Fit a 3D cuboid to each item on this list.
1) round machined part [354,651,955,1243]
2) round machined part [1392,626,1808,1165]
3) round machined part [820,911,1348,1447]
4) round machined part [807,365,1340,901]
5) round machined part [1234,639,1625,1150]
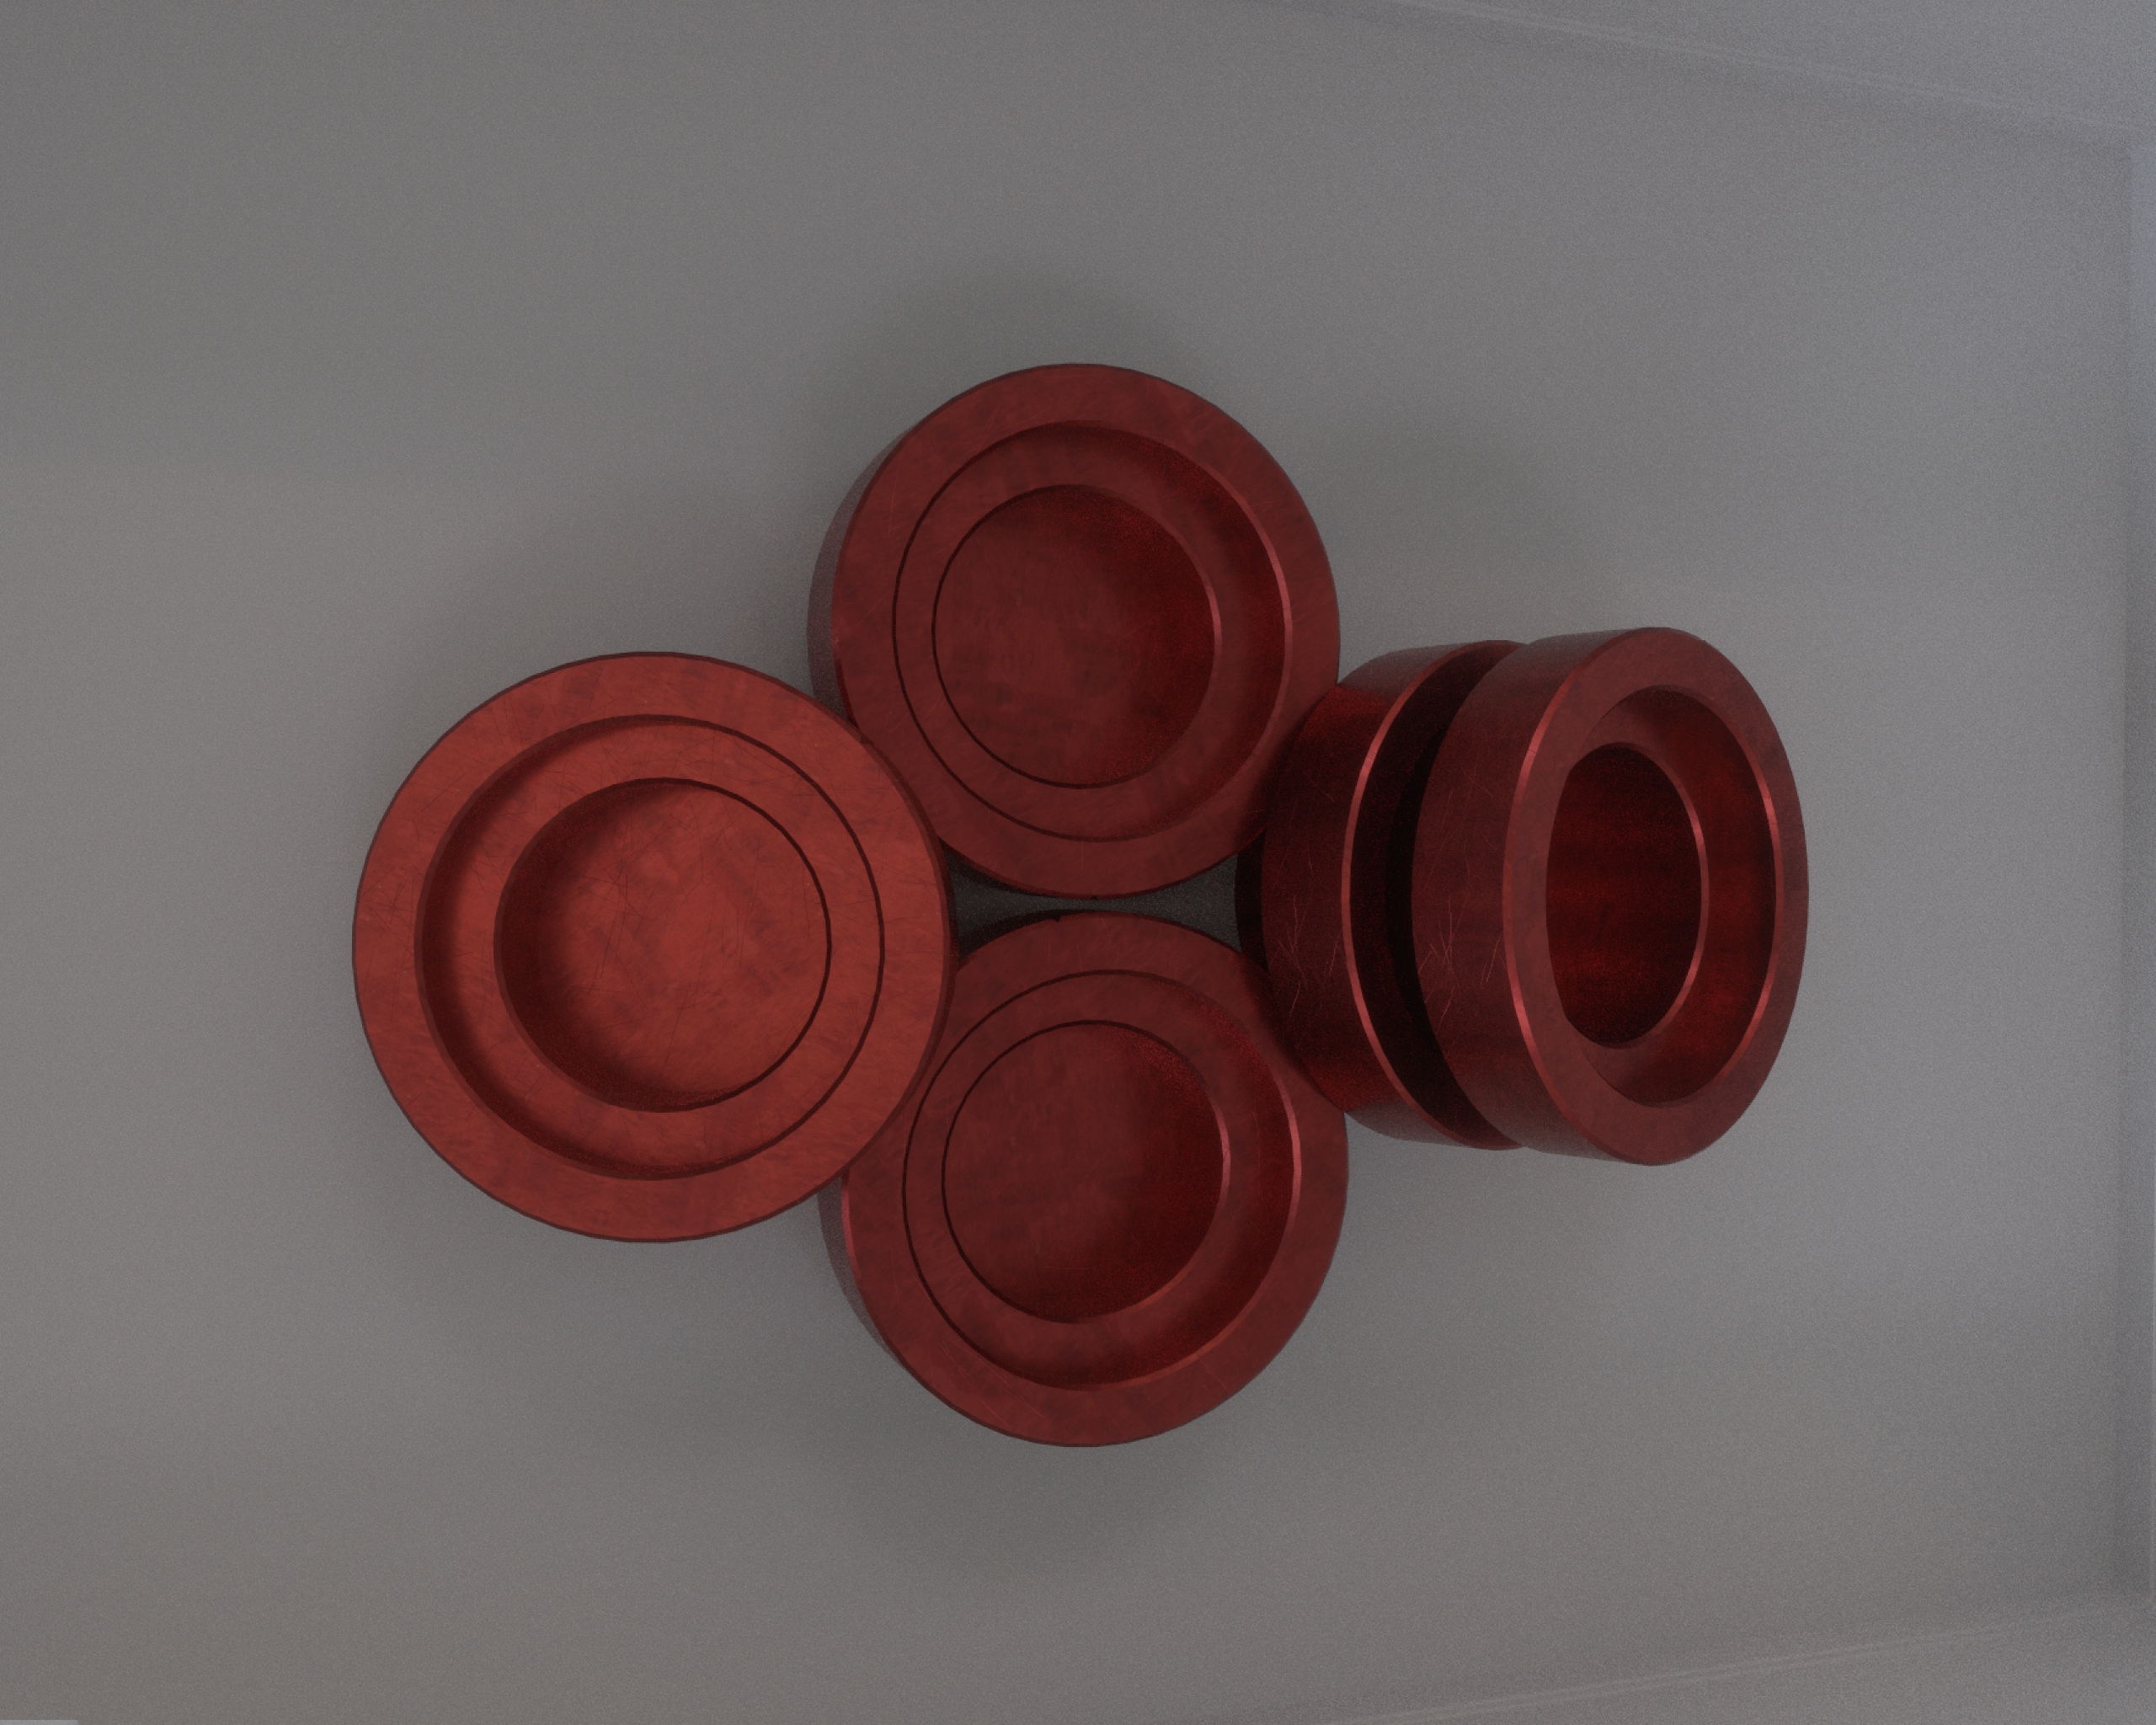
[{"bbox_3d":[-0.070,0.014,0.363,0.099,0.042,0.097,0,90,1],"label":"round machined part"},{"bbox_3d":[0.093,0.006,0.393,0.099,0.042,0.097,0,90,-42],"label":"round machined part"},{"bbox_3d":[-0.002,0.057,0.398,0.099,0.042,0.097,0,90,-20],"label":"round machined part"},{"bbox_3d":[-0.003,-0.042,0.398,0.099,0.042,0.097,0,90,-20],"label":"round machined part"},{"bbox_3d":[0.069,0.006,0.414,0.099,0.042,0.097,1,89,-42],"label":"round machined part"}]
